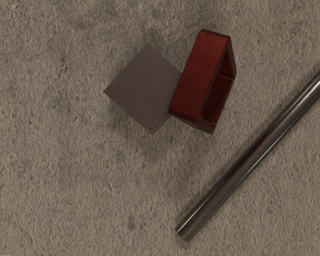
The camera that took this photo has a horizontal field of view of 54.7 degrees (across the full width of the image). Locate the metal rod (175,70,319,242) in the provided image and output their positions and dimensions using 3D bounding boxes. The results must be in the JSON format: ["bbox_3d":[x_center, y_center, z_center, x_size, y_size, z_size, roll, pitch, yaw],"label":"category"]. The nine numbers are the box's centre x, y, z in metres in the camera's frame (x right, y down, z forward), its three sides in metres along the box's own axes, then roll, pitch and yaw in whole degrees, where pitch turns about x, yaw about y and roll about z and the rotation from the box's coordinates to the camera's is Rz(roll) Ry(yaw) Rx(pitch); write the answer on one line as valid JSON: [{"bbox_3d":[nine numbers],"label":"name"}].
[{"bbox_3d":[0.130,0.032,0.411,0.025,0.025,0.300,43,90,-1],"label":"metal rod"}]

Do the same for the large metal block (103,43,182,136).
[{"bbox_3d":[-0.012,-0.047,0.397,0.080,0.050,0.080,42,90,-1],"label":"large metal block"}]

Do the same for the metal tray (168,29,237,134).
[{"bbox_3d":[0.055,-0.044,0.357,0.030,0.130,0.090,22,90,18],"label":"metal tray"}]
